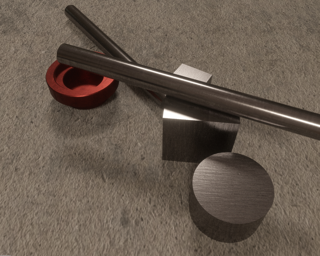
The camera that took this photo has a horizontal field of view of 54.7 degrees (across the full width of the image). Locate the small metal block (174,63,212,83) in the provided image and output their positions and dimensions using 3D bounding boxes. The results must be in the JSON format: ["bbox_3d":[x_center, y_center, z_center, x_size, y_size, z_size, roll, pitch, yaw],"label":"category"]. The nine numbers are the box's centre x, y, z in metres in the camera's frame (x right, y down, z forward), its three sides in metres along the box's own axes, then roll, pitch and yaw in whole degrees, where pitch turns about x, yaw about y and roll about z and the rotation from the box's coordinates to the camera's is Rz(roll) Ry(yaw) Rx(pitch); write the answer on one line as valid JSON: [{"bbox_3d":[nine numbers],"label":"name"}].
[{"bbox_3d":[0.042,-0.064,0.457,0.050,0.025,0.050,25,54,19],"label":"small metal block"}]

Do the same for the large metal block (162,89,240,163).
[{"bbox_3d":[0.046,-0.001,0.369,0.080,0.080,0.050,5,50,3],"label":"large metal block"}]

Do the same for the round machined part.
[{"bbox_3d":[-0.108,-0.064,0.445,0.099,0.042,0.098,0,50,0],"label":"round machined part"}]

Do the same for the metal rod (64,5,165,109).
[{"bbox_3d":[-0.079,-0.129,0.510,0.025,0.025,0.300,-30,56,-23],"label":"metal rod"}]

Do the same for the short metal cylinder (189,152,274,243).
[{"bbox_3d":[0.073,0.073,0.327,0.081,0.050,0.080,0,50,0],"label":"short metal cylinder"}]

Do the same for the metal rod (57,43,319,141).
[{"bbox_3d":[0.022,-0.044,0.336,0.301,0.025,0.025,18,52,14],"label":"metal rod"}]
